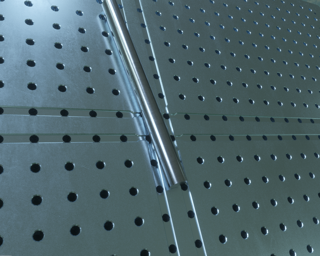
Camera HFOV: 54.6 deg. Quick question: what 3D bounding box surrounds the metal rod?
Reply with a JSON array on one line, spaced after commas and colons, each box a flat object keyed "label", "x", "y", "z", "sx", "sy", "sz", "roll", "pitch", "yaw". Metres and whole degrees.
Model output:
[{"label": "metal rod", "x": -0.028, "y": -0.062, "z": 0.430, "sx": 0.025, "sy": 0.025, "sz": 0.299, "roll": -8, "pitch": 66, "yaw": -32}]
